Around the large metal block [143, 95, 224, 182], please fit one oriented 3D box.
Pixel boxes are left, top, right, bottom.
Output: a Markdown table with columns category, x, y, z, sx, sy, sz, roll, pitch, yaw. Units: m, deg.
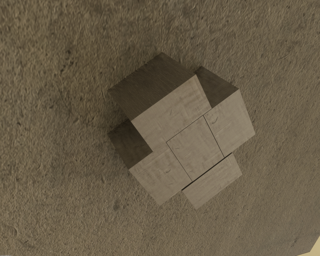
| category | x | y | z | sx | sy | sz | roll | pitch | yaw |
| --- | --- | --- | --- | --- | --- | --- | --- | --- | --- |
| large metal block | 0.027 | 0.008 | 0.394 | 0.050 | 0.080 | 0.080 | -37 | 130 | -4 |

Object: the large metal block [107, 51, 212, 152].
| category | x | y | z | sx | sy | sz | roll | pitch | yaw |
| --- | --- | --- | --- | --- | --- | --- | --- | --- | --- |
| large metal block | -0.003 | -0.033 | 0.353 | 0.080 | 0.080 | 0.050 | -36 | 130 | -5 |

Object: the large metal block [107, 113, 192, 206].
| category | x | y | z | sx | sy | sz | roll | pitch | yaw |
| --- | --- | --- | --- | --- | --- | --- | --- | --- | --- |
| large metal block | -0.014 | 0.037 | 0.390 | 0.050 | 0.080 | 0.080 | -37 | 130 | -4 |

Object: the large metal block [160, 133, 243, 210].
| category | x | y | z | sx | sy | sz | roll | pitch | yaw |
| --- | --- | --- | --- | --- | --- | --- | --- | --- | --- |
| large metal block | 0.054 | 0.052 | 0.437 | 0.080 | 0.080 | 0.050 | -36 | 130 | -5 |

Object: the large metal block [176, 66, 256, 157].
| category | x | y | z | sx | sy | sz | roll | pitch | yaw |
| --- | --- | --- | --- | --- | --- | --- | --- | --- | --- |
| large metal block | 0.068 | -0.022 | 0.399 | 0.050 | 0.080 | 0.080 | -37 | 130 | -4 |
